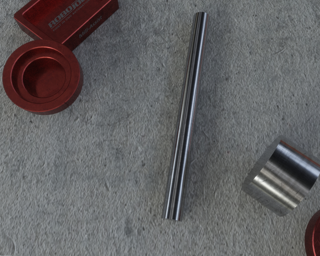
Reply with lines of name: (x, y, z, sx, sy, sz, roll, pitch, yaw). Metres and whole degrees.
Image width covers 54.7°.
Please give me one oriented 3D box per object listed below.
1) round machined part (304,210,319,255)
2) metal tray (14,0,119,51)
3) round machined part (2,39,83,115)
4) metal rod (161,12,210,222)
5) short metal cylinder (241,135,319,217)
round machined part: (0.214, 0.136, 0.352, 0.099, 0.042, 0.098, 0, 70, -1)
metal tray: (-0.138, -0.177, 0.468, 0.090, 0.030, 0.130, 38, 74, 12)
round machined part: (-0.152, -0.064, 0.415, 0.099, 0.042, 0.097, 0, 80, -1)
metal rod: (0.039, -0.029, 0.419, 0.025, 0.025, 0.299, 9, 70, 3)
short metal cylinder: (0.139, 0.055, 0.361, 0.050, 0.080, 0.080, 35, 74, 11)
